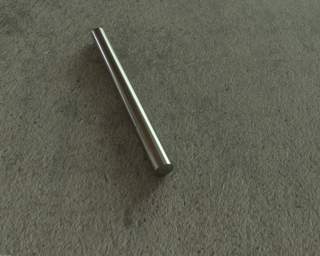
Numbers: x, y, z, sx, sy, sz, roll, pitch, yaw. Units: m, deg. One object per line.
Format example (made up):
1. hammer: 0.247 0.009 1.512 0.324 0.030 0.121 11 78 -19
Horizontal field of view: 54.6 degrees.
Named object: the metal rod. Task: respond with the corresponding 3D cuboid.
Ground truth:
1. metal rod: -0.051 -0.057 0.450 0.025 0.025 0.300 -17 52 -14
